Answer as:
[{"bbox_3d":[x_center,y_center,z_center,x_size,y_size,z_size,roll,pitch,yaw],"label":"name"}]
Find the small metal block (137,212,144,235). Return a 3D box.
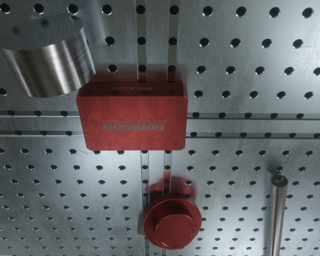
[{"bbox_3d":[-0.008,0.172,0.558,0.050,0.025,0.050,17,128,-14],"label":"small metal block"}]

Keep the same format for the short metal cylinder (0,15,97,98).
[{"bbox_3d":[-0.110,-0.074,0.312,0.080,0.080,0.050,-5,130,4],"label":"short metal cylinder"}]

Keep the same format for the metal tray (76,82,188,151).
[{"bbox_3d":[-0.032,-0.013,0.397,0.131,0.030,0.089,0,130,0],"label":"metal tray"}]

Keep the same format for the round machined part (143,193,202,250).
[{"bbox_3d":[0.022,0.161,0.514,0.099,0.042,0.097,-3,108,-9],"label":"round machined part"}]

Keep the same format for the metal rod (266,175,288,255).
[{"bbox_3d":[0.215,0.194,0.578,0.025,0.025,0.298,-9,130,7],"label":"metal rod"}]
